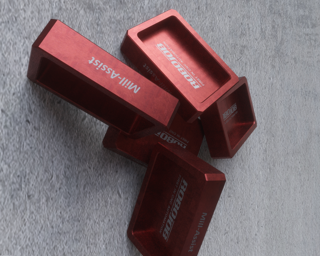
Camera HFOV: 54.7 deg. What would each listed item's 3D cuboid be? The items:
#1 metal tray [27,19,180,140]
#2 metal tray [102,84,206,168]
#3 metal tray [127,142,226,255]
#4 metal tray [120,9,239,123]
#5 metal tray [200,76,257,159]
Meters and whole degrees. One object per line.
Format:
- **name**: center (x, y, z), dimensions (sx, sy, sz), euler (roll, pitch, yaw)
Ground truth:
- **metal tray**: center (-0.057, -0.037, 0.297), dimensions (0.130, 0.090, 0.030), euler (32, 69, -18)
- **metal tray**: center (-0.001, 0.008, 0.404), dimensions (0.130, 0.030, 0.090), euler (32, 70, -36)
- **metal tray**: center (0.013, 0.091, 0.352), dimensions (0.030, 0.090, 0.129), euler (7, 106, -40)
- **metal tray**: center (0.026, -0.081, 0.388), dimensions (0.130, 0.030, 0.091), euler (48, 56, 4)
- **metal tray**: center (0.107, -0.020, 0.474), dimensions (0.131, 0.030, 0.089), euler (-35, 112, -50)
